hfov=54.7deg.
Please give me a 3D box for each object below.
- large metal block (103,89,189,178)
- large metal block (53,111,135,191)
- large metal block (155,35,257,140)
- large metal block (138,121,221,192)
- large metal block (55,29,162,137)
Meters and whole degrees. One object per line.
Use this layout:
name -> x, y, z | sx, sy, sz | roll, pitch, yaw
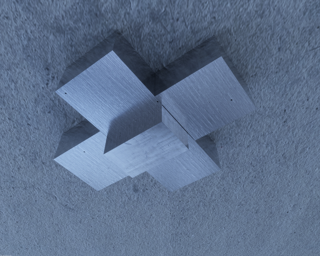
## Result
large metal block -> -0.016, 0.001, 0.373 | 0.080, 0.080, 0.050 | -29, 125, 22
large metal block -> -0.078, 0.030, 0.416 | 0.080, 0.050, 0.080 | -29, 125, 22
large metal block -> 0.051, -0.043, 0.355 | 0.080, 0.050, 0.080 | -29, 125, 22
large metal block -> 0.024, 0.032, 0.419 | 0.080, 0.050, 0.080 | -29, 125, 22
large metal block -> -0.054, -0.048, 0.350 | 0.080, 0.050, 0.080 | -29, 125, 22
